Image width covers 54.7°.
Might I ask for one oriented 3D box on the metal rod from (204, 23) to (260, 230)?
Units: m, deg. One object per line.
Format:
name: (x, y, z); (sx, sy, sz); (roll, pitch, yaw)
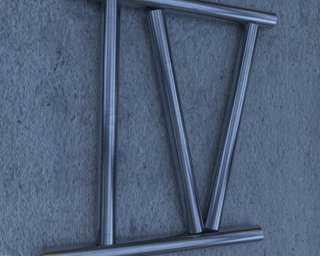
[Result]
metal rod: (0.104, -0.005, 0.449); (0.025, 0.025, 0.298); (14, 85, -20)

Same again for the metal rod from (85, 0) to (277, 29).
metal rod: (0.029, -0.167, 0.422); (0.303, 0.025, 0.025); (1, 90, -21)

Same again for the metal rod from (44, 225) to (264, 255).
metal rod: (0.006, 0.155, 0.413); (0.303, 0.025, 0.025); (1, 90, -21)

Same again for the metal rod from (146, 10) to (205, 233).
metal rod: (0.021, -0.006, 0.418); (0.025, 0.025, 0.298); (-12, 94, -20)

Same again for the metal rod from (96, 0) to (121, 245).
metal rod: (-0.064, -0.008, 0.386); (0.025, 0.025, 0.298); (1, 90, -20)
